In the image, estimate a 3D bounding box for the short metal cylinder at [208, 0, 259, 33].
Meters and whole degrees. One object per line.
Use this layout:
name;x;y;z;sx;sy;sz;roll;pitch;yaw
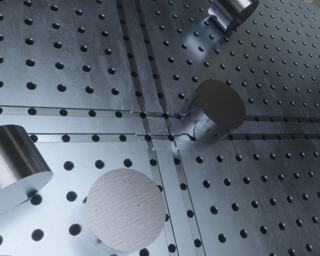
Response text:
short metal cylinder;0.139;-0.227;0.585;0.081;0.080;0.050;-33;80;-38

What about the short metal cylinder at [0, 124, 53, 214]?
short metal cylinder;-0.143;0.041;0.271;0.081;0.080;0.050;-28;78;-37

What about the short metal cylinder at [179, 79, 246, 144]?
short metal cylinder;0.075;-0.023;0.446;0.081;0.050;0.080;14;56;-21

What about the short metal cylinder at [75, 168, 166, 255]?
short metal cylinder;-0.041;0.088;0.316;0.081;0.050;0.080;14;56;-21
